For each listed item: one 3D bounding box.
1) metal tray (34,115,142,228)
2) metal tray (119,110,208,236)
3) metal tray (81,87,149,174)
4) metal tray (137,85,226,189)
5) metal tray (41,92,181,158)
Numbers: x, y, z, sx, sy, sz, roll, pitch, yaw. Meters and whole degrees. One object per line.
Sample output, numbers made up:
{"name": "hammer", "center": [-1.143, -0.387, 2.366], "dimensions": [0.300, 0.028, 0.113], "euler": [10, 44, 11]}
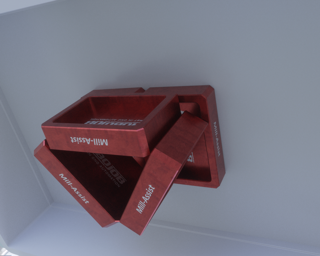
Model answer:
{"name": "metal tray", "center": [-0.082, 0.050, 0.399], "dimensions": [0.130, 0.090, 0.030], "euler": [49, 129, -7]}
{"name": "metal tray", "center": [0.003, 0.052, 0.355], "dimensions": [0.030, 0.090, 0.129], "euler": [31, 129, 8]}
{"name": "metal tray", "center": [-0.052, 0.010, 0.439], "dimensions": [0.090, 0.030, 0.129], "euler": [1, 118, 28]}
{"name": "metal tray", "center": [0.029, 0.012, 0.396], "dimensions": [0.090, 0.030, 0.129], "euler": [1, 118, 28]}
{"name": "metal tray", "center": [-0.053, -0.008, 0.347], "dimensions": [0.130, 0.090, 0.030], "euler": [2, 120, 27]}
